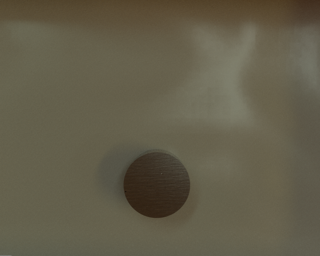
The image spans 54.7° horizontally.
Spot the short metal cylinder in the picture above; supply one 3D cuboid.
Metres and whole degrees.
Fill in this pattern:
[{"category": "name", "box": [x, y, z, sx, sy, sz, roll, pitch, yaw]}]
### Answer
[{"category": "short metal cylinder", "box": [-0.004, 0.069, 0.399, 0.081, 0.050, 0.079, 0, 90, -1]}]
